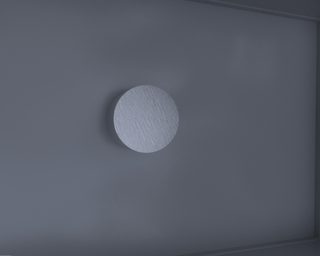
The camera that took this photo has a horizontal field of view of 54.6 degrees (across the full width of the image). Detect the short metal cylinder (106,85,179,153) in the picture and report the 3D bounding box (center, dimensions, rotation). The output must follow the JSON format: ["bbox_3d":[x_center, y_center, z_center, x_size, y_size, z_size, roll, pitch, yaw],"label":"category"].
[{"bbox_3d":[-0.023,-0.011,0.388,0.081,0.050,0.080,0,90,-20],"label":"short metal cylinder"}]
